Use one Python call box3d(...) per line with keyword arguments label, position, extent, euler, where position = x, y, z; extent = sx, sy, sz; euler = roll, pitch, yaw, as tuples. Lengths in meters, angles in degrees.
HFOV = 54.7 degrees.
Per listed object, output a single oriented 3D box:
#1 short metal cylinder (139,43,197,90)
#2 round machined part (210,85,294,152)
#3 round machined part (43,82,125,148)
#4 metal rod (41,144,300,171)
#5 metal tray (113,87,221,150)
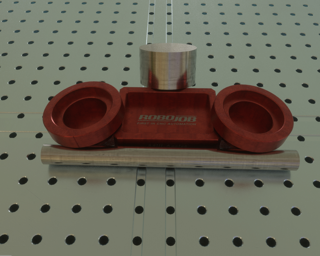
box3d(label="short metal cylinder", position=(0.011, -0.090, 0.443), extent=(0.081, 0.050, 0.080), euler=(0, 24, 0))
box3d(label="round machined part", position=(0.112, -0.008, 0.392), extent=(0.099, 0.042, 0.098), euler=(5, 48, -6))
box3d(label="round machined part", position=(-0.093, -0.012, 0.395), extent=(0.099, 0.042, 0.098), euler=(-5, 47, 6))
box3d(label="metal rod", position=(0.011, 0.035, 0.373), extent=(0.302, 0.025, 0.025), euler=(1, 50, 1))
box3d(label="metal tray", position=(0.010, -0.012, 0.409), extent=(0.131, 0.030, 0.090), euler=(1, 51, 0))
